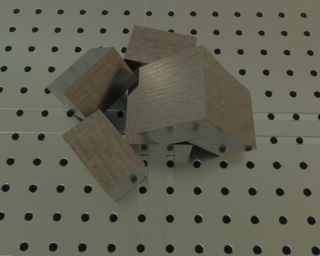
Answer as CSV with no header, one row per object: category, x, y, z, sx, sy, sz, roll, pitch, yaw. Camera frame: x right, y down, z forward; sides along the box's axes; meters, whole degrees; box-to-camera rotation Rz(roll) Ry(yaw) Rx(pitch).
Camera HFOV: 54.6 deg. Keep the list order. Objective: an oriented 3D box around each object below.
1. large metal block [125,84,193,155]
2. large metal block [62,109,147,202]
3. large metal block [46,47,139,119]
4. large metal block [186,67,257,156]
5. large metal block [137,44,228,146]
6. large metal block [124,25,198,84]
large metal block,-0.001,-0.010,0.402,0.080,0.050,0.080,1,70,0
large metal block,-0.062,0.036,0.368,0.050,0.080,0.080,-38,75,-13
large metal block,-0.088,-0.057,0.396,0.080,0.080,0.050,-47,121,-15
large metal block,0.075,-0.016,0.380,0.050,0.080,0.080,-15,65,35
large metal block,0.023,-0.032,0.337,0.080,0.050,0.080,-13,65,32
large metal block,0.002,-0.084,0.414,0.080,0.080,0.050,12,71,5
